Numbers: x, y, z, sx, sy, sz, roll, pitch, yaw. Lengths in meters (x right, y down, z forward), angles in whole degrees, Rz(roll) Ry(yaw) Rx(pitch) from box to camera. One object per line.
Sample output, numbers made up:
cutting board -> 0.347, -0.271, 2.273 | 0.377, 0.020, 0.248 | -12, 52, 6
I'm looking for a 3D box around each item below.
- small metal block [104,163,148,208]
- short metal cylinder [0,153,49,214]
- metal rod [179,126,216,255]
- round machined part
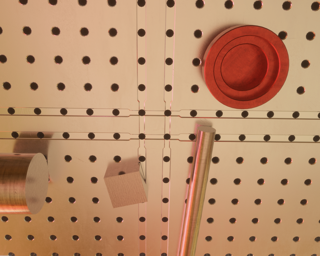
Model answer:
small metal block -> -0.047, 0.082, 0.443 | 0.050, 0.025, 0.050 | -12, 110, 4
short metal cylinder -> -0.186, 0.072, 0.408 | 0.050, 0.080, 0.079 | 1, 110, -1
metal rod -> 0.048, 0.141, 0.465 | 0.025, 0.025, 0.298 | 5, 110, -2
round machined part -> 0.101, -0.075, 0.378 | 0.099, 0.042, 0.097 | 0, 110, -1
